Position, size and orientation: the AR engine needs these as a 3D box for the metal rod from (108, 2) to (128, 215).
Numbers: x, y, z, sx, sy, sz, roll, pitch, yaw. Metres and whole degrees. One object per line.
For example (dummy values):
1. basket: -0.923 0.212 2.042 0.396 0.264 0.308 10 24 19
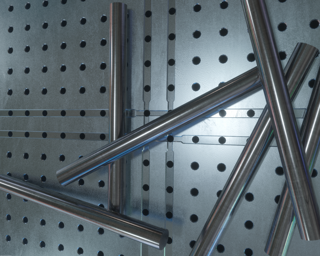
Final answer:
1. metal rod: -0.059 -0.022 0.434 0.025 0.025 0.298 1 90 20

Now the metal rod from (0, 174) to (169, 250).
1. metal rod: -0.127 0.111 0.439 0.300 0.025 0.025 10 94 27

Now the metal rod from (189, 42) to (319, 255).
1. metal rod: 0.107 0.042 0.374 0.025 0.025 0.299 27 99 18

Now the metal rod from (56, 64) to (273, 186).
1. metal rod: -0.002 0.000 0.395 0.300 0.025 0.025 -27 81 11

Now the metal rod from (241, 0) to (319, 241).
1. metal rod: 0.129 -0.032 0.339 0.025 0.025 0.299 -14 84 19

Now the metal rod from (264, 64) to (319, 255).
1. metal rod: 0.172 0.004 0.351 0.025 0.025 0.298 16 95 19
